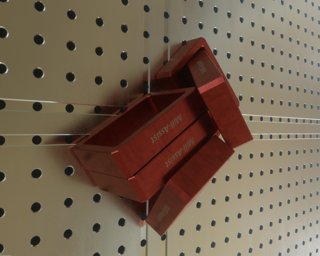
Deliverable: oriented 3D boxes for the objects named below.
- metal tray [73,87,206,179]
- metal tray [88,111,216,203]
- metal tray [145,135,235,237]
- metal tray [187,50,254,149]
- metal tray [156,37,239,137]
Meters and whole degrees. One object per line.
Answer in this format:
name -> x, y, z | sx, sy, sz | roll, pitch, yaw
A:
metal tray -> -0.022, 0.000, 0.350 | 0.131, 0.090, 0.030 | -40, 115, -33
metal tray -> -0.008, 0.025, 0.360 | 0.131, 0.090, 0.030 | -40, 115, -33
metal tray -> 0.033, 0.074, 0.379 | 0.030, 0.129, 0.091 | 41, 56, 14
metal tray -> 0.073, -0.041, 0.398 | 0.090, 0.030, 0.130 | 58, 12, -24
metal tray -> 0.061, -0.054, 0.458 | 0.090, 0.030, 0.130 | -51, 120, -28
